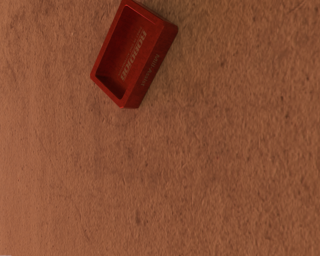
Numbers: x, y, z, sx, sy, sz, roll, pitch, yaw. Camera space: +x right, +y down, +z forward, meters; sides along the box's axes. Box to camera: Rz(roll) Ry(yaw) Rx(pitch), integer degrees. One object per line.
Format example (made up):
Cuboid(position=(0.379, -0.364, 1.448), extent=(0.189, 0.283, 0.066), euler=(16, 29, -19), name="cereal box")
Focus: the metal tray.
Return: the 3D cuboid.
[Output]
Cuboid(position=(-0.041, -0.103, 0.433), extent=(0.090, 0.030, 0.129), euler=(43, 116, 31), name="metal tray")
